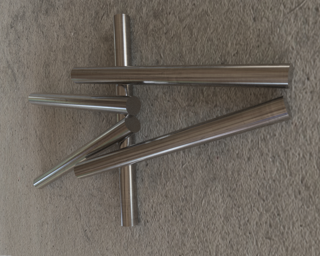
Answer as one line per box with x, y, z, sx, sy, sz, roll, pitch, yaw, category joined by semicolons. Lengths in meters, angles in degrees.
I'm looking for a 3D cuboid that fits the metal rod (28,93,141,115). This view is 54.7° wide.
-0.139;-0.043;0.500;0.300;0.025;0.025;8;95;45;metal rod

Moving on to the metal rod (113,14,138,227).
-0.050;-0.012;0.445;0.025;0.025;0.298;-4;87;39;metal rod

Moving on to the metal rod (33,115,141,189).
-0.133;0.050;0.495;0.299;0.025;0.025;-29;72;41;metal rod

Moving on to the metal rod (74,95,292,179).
0.004;0.021;0.381;0.300;0.025;0.025;-19;78;31;metal rod

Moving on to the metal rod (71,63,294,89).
0.002;-0.065;0.382;0.300;0.025;0.025;6;94;33;metal rod
